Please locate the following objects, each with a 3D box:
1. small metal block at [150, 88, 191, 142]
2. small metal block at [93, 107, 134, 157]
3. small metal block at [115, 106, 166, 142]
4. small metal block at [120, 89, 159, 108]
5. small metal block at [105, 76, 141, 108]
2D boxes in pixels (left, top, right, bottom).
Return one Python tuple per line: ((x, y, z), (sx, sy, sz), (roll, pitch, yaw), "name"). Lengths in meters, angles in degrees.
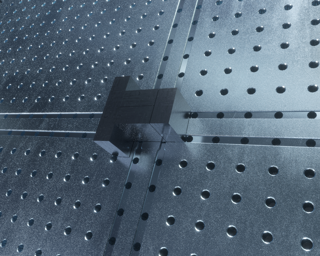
((0.015, -0.016, 0.392), (0.025, 0.050, 0.050), (0, 62, 28), "small metal block")
((-0.058, 0.006, 0.416), (0.025, 0.050, 0.050), (0, 62, 28), "small metal block")
((-0.022, -0.005, 0.404), (0.050, 0.050, 0.025), (0, 62, 28), "small metal block")
((-0.016, -0.027, 0.415), (0.050, 0.050, 0.025), (0, 62, 28), "small metal block")
((-0.047, -0.038, 0.438), (0.025, 0.050, 0.050), (0, 62, 28), "small metal block")
